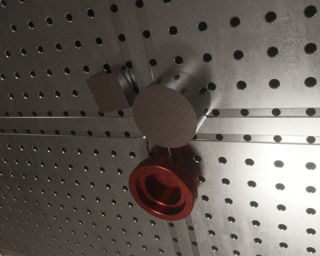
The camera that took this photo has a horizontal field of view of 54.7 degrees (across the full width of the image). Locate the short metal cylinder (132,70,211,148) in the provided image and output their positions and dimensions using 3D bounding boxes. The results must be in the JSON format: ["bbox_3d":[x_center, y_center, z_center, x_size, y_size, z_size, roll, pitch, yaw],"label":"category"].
[{"bbox_3d":[0.015,-0.023,0.372,0.080,0.050,0.079,13,124,20],"label":"short metal cylinder"}]

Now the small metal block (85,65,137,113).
[{"bbox_3d":[-0.063,-0.050,0.412,0.050,0.025,0.050,-8,115,31],"label":"small metal block"}]

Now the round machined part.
[{"bbox_3d":[0.008,0.082,0.445,0.098,0.042,0.097,13,124,20],"label":"round machined part"}]
